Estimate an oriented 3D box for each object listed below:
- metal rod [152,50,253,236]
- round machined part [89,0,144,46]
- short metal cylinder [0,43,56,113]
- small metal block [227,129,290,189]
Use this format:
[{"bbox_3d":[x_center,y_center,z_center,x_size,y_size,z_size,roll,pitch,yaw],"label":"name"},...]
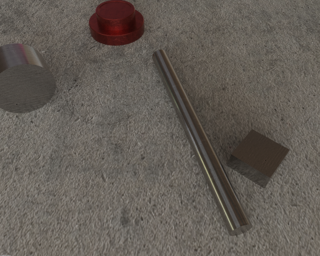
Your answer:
[{"bbox_3d":[0.041,-0.006,0.408,0.025,0.025,0.300,-12,51,-11],"label":"metal rod"},{"bbox_3d":[-0.078,-0.194,0.554,0.099,0.042,0.098,0,50,0],"label":"round machined part"},{"bbox_3d":[-0.190,-0.067,0.421,0.081,0.080,0.050,-24,54,-19],"label":"short metal cylinder"},{"bbox_3d":[0.119,0.036,0.374,0.050,0.025,0.050,32,57,24],"label":"small metal block"}]
